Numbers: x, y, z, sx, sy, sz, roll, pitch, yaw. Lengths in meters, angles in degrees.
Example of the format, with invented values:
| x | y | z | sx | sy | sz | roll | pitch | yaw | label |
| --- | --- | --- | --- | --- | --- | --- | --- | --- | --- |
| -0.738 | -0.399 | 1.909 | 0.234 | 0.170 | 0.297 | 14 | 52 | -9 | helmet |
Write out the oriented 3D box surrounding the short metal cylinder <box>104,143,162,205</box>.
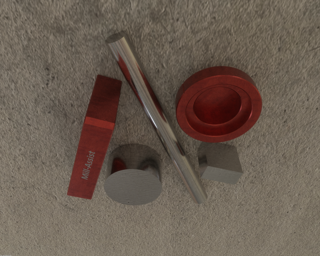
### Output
| x | y | z | sx | sy | sz | roll | pitch | yaw | label |
| --- | --- | --- | --- | --- | --- | --- | --- | --- | --- |
| -0.037 | 0.068 | 0.449 | 0.081 | 0.050 | 0.079 | 0 | 130 | 0 | short metal cylinder |

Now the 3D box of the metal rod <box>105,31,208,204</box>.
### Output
| x | y | z | sx | sy | sz | roll | pitch | yaw | label |
| --- | --- | --- | --- | --- | --- | --- | --- | --- | --- |
| 0.010 | 0.009 | 0.417 | 0.025 | 0.025 | 0.299 | -18 | 128 | 14 | metal rod |

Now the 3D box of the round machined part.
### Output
| x | y | z | sx | sy | sz | roll | pitch | yaw | label |
| --- | --- | --- | --- | --- | --- | --- | --- | --- | --- |
| 0.067 | -0.032 | 0.371 | 0.099 | 0.042 | 0.097 | -1 | 130 | 0 | round machined part |

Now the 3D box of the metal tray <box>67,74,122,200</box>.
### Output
| x | y | z | sx | sy | sz | roll | pitch | yaw | label |
| --- | --- | --- | --- | --- | --- | --- | --- | --- | --- |
| -0.080 | 0.013 | 0.376 | 0.030 | 0.090 | 0.129 | 14 | 129 | -12 | metal tray |

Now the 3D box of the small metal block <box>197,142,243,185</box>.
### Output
| x | y | z | sx | sy | sz | roll | pitch | yaw | label |
| --- | --- | --- | --- | --- | --- | --- | --- | --- | --- |
| 0.082 | 0.047 | 0.430 | 0.050 | 0.050 | 0.025 | 13 | 129 | -11 | small metal block |
